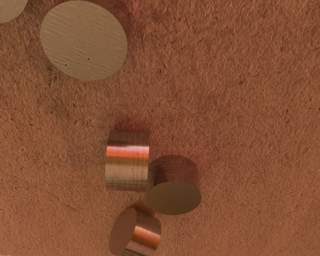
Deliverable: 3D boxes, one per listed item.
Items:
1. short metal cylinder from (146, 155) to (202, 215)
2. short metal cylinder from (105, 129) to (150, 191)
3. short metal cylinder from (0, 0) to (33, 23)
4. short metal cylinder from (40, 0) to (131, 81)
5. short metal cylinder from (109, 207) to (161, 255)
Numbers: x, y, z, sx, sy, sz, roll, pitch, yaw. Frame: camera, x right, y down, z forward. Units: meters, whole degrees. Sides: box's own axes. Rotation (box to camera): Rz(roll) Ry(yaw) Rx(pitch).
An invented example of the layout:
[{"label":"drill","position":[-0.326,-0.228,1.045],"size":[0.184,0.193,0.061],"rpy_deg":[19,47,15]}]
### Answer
[{"label":"short metal cylinder","position":[0.020,0.086,0.464],"size":[0.081,0.050,0.079],"rpy_deg":[0,130,0]},{"label":"short metal cylinder","position":[-0.041,0.042,0.406],"size":[0.050,0.080,0.079],"rpy_deg":[3,130,-3]},{"label":"short metal cylinder","position":[-0.148,-0.140,0.270],"size":[0.081,0.050,0.079],"rpy_deg":[0,130,0]},{"label":"short metal cylinder","position":[-0.071,-0.095,0.309],"size":[0.081,0.050,0.079],"rpy_deg":[0,130,0]},{"label":"short metal cylinder","position":[-0.043,0.181,0.525],"size":[0.050,0.080,0.080],"rpy_deg":[32,123,-24]}]
